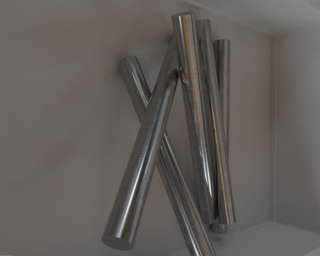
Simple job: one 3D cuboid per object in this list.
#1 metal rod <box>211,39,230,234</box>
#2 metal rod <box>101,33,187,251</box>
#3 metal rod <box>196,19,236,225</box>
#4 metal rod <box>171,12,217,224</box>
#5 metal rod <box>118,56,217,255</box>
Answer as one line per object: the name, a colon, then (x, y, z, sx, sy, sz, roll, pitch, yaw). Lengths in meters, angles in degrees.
metal rod: (0.096, 0.013, 0.486, 0.025, 0.025, 0.298, 1, 89, -40)
metal rod: (-0.001, -0.021, 0.333, 0.025, 0.025, 0.300, 47, 40, -30)
metal rod: (0.081, -0.009, 0.458, 0.025, 0.025, 0.298, -8, 90, -40)
metal rod: (0.049, 0.007, 0.402, 0.025, 0.025, 0.298, -32, 124, -35)
metal rod: (0.014, 0.054, 0.339, 0.025, 0.025, 0.299, -9, 71, -40)
